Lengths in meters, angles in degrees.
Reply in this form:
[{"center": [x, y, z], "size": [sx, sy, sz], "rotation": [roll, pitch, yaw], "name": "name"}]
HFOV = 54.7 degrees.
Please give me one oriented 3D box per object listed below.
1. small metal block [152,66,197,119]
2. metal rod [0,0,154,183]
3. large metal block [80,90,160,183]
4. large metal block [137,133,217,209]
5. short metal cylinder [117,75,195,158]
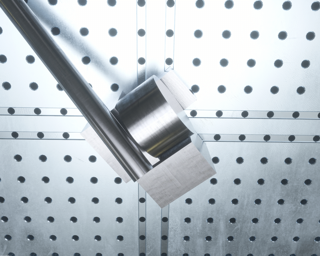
[{"center": [0.011, -0.042, 0.399], "size": [0.050, 0.025, 0.050], "rotation": [-40, 106, 13], "name": "small metal block"}, {"center": [-0.109, -0.069, 0.331], "size": [0.025, 0.025, 0.300], "rotation": [-40, 85, 13], "name": "metal rod"}, {"center": [-0.045, 0.008, 0.387], "size": [0.050, 0.080, 0.080], "rotation": [-36, 107, 12], "name": "large metal block"}, {"center": [0.019, 0.043, 0.398], "size": [0.080, 0.080, 0.050], "rotation": [-36, 107, 12], "name": "large metal block"}, {"center": [-0.004, -0.013, 0.352], "size": [0.050, 0.080, 0.080], "rotation": [-35, 107, 12], "name": "short metal cylinder"}]
